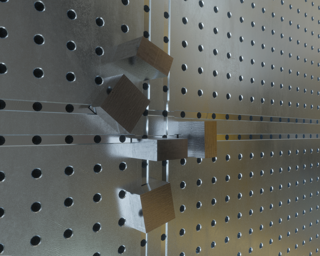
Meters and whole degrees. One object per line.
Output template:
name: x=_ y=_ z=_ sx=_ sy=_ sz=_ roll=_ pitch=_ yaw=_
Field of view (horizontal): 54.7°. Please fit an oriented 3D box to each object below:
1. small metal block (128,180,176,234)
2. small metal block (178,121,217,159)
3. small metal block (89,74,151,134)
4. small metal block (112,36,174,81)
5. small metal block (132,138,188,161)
small metal block: x=-0.010 y=0.101 z=0.403 sx=0.050 sy=0.025 sz=0.050 roll=-15 pitch=100 yaw=-39
small metal block: x=0.053 y=0.015 z=0.440 sx=0.025 sy=0.050 sz=0.050 roll=-2 pitch=91 yaw=-40
small metal block: x=-0.047 y=-0.028 z=0.372 sx=0.050 sy=0.025 sz=0.050 roll=45 pitch=63 yaw=-31
small metal block: x=-0.021 y=-0.082 z=0.377 sx=0.050 sy=0.050 sz=0.025 roll=27 pitch=73 yaw=-37
small metal block: x=0.000 y=0.026 z=0.395 sx=0.050 sy=0.050 sz=0.025 roll=0 pitch=91 yaw=-40
